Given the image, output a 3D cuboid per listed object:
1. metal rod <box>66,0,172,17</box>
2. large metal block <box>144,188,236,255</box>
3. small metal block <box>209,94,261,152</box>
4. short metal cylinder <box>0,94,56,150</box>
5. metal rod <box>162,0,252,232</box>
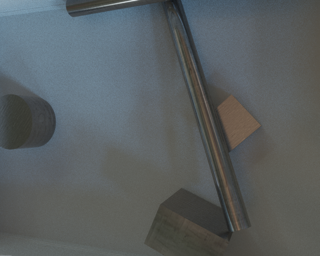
[{"bbox_3d":[0.010,-0.169,0.377,0.301,0.025,0.025,1,91,25],"label":"metal rod"},{"bbox_3d":[0.040,0.120,0.366,0.080,0.080,0.050,25,101,18],"label":"large metal block"},{"bbox_3d":[0.087,-0.005,0.379,0.050,0.025,0.050,-43,77,14],"label":"small metal block"},{"bbox_3d":[-0.207,-0.009,0.468,0.080,0.050,0.079,0,90,19],"label":"short metal cylinder"},{"bbox_3d":[0.049,-0.032,0.368,0.025,0.025,0.299,-19,75,18],"label":"metal rod"}]
